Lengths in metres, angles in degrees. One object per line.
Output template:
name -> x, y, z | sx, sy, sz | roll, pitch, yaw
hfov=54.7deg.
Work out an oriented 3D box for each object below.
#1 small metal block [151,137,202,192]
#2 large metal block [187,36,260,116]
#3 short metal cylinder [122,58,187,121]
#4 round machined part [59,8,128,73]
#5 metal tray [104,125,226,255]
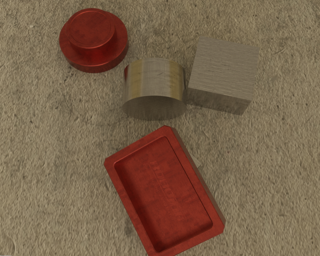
small metal block -> 0.016, 0.048, 0.391 | 0.050, 0.025, 0.050 | 42, 75, 13
large metal block -> 0.083, -0.070, 0.422 | 0.080, 0.050, 0.080 | 13, 70, 4
short metal cylinder -> -0.007, -0.047, 0.396 | 0.081, 0.080, 0.050 | 0, 70, 0
round machined part -> -0.096, -0.132, 0.446 | 0.099, 0.042, 0.098 | 0, 70, -1
metal tray -> 0.005, 0.073, 0.354 | 0.090, 0.030, 0.130 | -30, 80, 10
